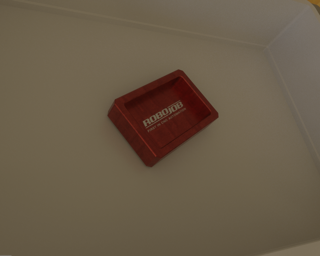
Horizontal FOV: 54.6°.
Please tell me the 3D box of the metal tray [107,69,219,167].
[{"bbox_3d":[0.008,-0.018,0.413,0.131,0.030,0.090,-32,80,-38],"label":"metal tray"}]
